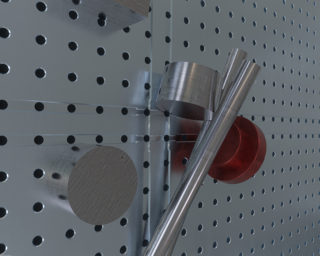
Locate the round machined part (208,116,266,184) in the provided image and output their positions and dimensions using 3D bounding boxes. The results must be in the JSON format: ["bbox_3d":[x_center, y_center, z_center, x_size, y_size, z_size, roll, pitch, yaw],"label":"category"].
[{"bbox_3d":[0.096,0.027,0.441,0.042,0.098,0.098,27,73,-39],"label":"round machined part"}]

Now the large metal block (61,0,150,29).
[{"bbox_3d":[-0.055,-0.170,0.346,0.081,0.050,0.080,13,82,-39],"label":"large metal block"}]

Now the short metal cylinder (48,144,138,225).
[{"bbox_3d":[-0.071,0.058,0.333,0.081,0.050,0.080,0,90,-40],"label":"short metal cylinder"}]

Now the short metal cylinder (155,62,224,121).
[{"bbox_3d":[0.038,-0.046,0.405,0.080,0.080,0.050,22,76,-38],"label":"short metal cylinder"}]

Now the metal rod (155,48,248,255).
[{"bbox_3d":[0.058,0.030,0.427,0.025,0.025,0.299,26,83,-37],"label":"metal rod"}]

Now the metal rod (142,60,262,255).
[{"bbox_3d":[0.043,0.057,0.381,0.025,0.025,0.299,23,95,-38],"label":"metal rod"}]
